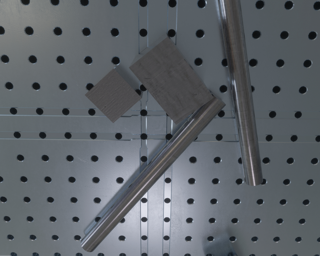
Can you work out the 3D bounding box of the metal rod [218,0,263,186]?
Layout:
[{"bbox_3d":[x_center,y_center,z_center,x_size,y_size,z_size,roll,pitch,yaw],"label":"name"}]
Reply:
[{"bbox_3d":[0.101,-0.061,0.391,0.025,0.025,0.298,-12,110,4],"label":"metal rod"}]

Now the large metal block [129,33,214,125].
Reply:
[{"bbox_3d":[0.013,-0.061,0.362,0.050,0.080,0.080,-36,106,12],"label":"large metal block"}]

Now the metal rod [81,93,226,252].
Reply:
[{"bbox_3d":[-0.018,0.072,0.439,0.025,0.025,0.299,37,106,-13],"label":"metal rod"}]

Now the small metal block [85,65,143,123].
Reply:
[{"bbox_3d":[-0.058,-0.043,0.397,0.050,0.025,0.050,-40,106,13],"label":"small metal block"}]
